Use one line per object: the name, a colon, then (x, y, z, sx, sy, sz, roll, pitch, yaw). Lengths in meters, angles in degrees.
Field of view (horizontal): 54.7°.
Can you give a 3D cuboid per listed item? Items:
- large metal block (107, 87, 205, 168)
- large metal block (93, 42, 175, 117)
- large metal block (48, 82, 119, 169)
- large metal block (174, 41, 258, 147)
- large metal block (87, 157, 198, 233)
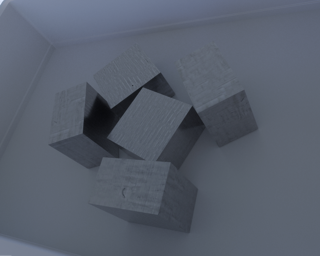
large metal block: (-0.004, 0.005, 0.386, 0.080, 0.050, 0.080, 25, 75, 36)
large metal block: (-0.038, -0.063, 0.444, 0.080, 0.050, 0.080, -36, 51, 4)
large metal block: (-0.099, -0.001, 0.420, 0.050, 0.080, 0.080, -17, 55, 18)
large metal block: (0.065, -0.037, 0.356, 0.050, 0.080, 0.080, -27, 53, 11)
large metal block: (-0.015, 0.072, 0.332, 0.080, 0.080, 0.050, 1, 62, 28)
